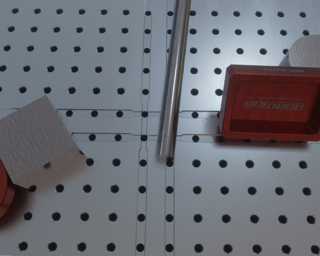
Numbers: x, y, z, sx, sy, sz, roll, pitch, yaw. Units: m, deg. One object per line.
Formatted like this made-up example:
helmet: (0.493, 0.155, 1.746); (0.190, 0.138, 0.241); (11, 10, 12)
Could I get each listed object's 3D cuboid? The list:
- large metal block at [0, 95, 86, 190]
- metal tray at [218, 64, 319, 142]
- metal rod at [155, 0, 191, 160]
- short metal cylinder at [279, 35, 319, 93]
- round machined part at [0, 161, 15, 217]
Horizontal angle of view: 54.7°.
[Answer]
large metal block: (-0.154, 0.019, 0.390); (0.080, 0.050, 0.080); (-32, 73, -11)
metal tray: (0.146, -0.030, 0.389); (0.131, 0.089, 0.030); (2, 31, 0)
metal rod: (0.024, -0.101, 0.448); (0.025, 0.025, 0.299); (7, 70, 2)
short metal cylinder: (0.209, -0.081, 0.429); (0.081, 0.050, 0.080); (0, 70, 0)
round machined part: (-0.224, 0.076, 0.373); (0.099, 0.042, 0.098); (0, 70, 0)
